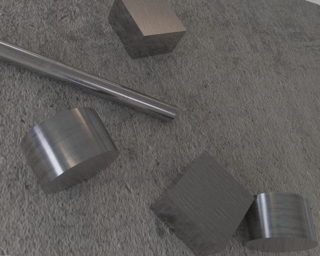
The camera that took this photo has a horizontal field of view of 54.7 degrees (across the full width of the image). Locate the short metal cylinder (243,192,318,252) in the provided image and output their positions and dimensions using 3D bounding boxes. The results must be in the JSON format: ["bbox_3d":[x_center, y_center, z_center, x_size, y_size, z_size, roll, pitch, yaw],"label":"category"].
[{"bbox_3d":[0.141,0.116,0.374,0.081,0.080,0.050,16,55,-19],"label":"short metal cylinder"}]

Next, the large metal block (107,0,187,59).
[{"bbox_3d":[-0.020,-0.158,0.473,0.081,0.050,0.080,-20,72,-35],"label":"large metal block"}]

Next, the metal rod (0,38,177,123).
[{"bbox_3d":[-0.119,-0.067,0.380,0.302,0.025,0.025,20,54,-17],"label":"metal rod"}]

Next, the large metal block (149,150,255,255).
[{"bbox_3d":[0.049,0.087,0.359,0.080,0.050,0.080,45,52,4],"label":"large metal block"}]

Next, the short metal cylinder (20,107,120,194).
[{"bbox_3d":[-0.087,0.023,0.308,0.081,0.080,0.050,-22,74,-36],"label":"short metal cylinder"}]
